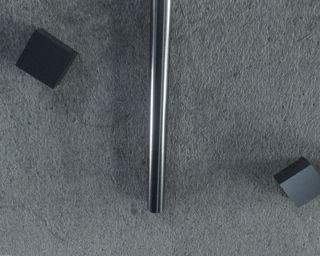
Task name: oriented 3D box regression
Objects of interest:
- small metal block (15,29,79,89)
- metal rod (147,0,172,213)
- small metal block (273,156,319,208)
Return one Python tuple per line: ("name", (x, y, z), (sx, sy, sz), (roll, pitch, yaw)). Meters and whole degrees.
("small metal block", (-0.137, -0.084, 0.377), (0.050, 0.025, 0.050), (34, 106, -12))
("metal rod", (-0.002, -0.023, 0.401), (0.025, 0.025, 0.298), (1, 110, -1))
("small metal block", (0.201, 0.077, 0.441), (0.050, 0.025, 0.050), (-37, 106, 12))
